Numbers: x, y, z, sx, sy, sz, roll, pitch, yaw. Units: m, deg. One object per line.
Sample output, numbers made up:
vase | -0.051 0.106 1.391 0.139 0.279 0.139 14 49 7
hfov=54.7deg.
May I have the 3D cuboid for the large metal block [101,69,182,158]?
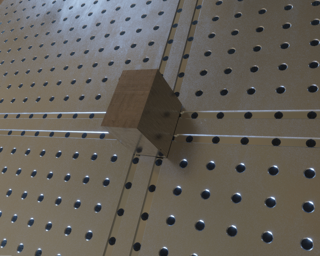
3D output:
large metal block | -0.019 -0.017 0.391 0.050 0.080 0.080 4 64 29
